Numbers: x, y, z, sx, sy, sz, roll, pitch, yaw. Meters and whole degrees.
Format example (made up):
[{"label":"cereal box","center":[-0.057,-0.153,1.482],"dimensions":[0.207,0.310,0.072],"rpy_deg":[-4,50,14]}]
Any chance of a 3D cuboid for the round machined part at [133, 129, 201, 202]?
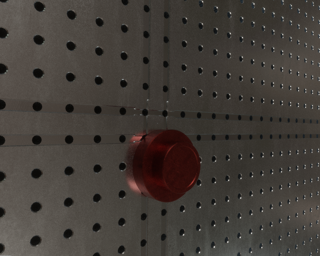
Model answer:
[{"label":"round machined part","center":[0.016,0.051,0.414],"dimensions":[0.099,0.042,0.097],"rpy_deg":[-1,91,-40]}]
